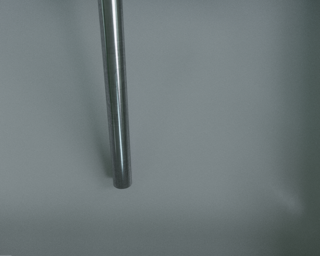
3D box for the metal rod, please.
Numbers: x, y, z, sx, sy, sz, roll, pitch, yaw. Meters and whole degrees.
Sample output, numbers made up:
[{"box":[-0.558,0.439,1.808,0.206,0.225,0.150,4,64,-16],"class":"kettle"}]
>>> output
[{"box":[-0.050,-0.061,0.349,0.025,0.025,0.298,0,115,0],"class":"metal rod"}]
